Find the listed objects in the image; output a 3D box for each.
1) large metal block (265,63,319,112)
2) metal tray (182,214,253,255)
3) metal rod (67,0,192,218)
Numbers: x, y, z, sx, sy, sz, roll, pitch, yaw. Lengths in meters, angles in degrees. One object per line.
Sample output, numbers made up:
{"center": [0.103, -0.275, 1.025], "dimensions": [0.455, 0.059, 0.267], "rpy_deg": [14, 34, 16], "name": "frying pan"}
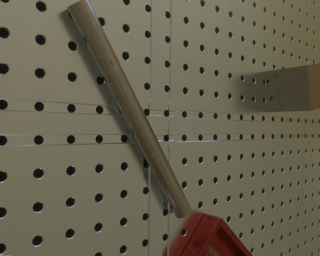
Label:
{"center": [0.253, -0.075, 0.585], "dimensions": [0.050, 0.080, 0.079], "rpy_deg": [-15, 100, -39], "name": "large metal block"}
{"center": [0.093, 0.209, 0.483], "dimensions": [0.130, 0.030, 0.090], "rpy_deg": [52, 60, -28], "name": "metal tray"}
{"center": [-0.028, -0.008, 0.385], "dimensions": [0.025, 0.025, 0.299], "rpy_deg": [-39, 114, -33], "name": "metal rod"}
